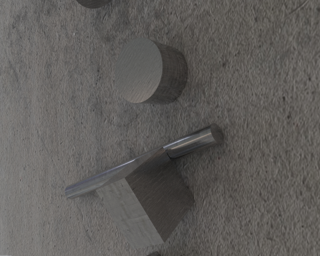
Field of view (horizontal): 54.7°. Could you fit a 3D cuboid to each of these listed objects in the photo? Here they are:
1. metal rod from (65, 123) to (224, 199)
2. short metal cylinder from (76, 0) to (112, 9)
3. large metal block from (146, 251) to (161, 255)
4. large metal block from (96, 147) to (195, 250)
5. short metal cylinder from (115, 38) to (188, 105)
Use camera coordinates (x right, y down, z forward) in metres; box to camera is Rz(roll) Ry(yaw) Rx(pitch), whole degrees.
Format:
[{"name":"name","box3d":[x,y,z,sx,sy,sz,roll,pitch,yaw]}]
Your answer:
[{"name":"metal rod","box3d":[-0.043,0.058,0.440,0.299,0.025,0.025,-26,74,37]},{"name":"short metal cylinder","box3d":[-0.106,-0.226,0.456,0.050,0.081,0.080,47,118,30]},{"name":"large metal block","box3d":[-0.011,0.209,0.379,0.080,0.081,0.050,32,110,35]},{"name":"large metal block","box3d":[-0.014,0.080,0.365,0.050,0.080,0.080,-28,95,37]},{"name":"short metal cylinder","box3d":[-0.012,-0.071,0.398,0.080,0.050,0.080,0,90,40]}]
